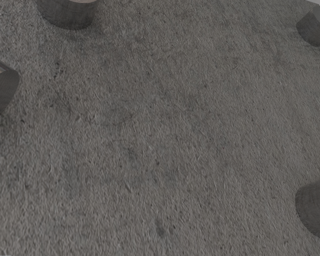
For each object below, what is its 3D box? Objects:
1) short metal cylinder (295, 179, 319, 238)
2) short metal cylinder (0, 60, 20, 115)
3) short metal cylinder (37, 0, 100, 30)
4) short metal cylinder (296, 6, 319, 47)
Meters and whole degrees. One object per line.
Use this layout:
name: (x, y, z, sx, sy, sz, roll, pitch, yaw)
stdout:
short metal cylinder: (0.247, 0.115, 0.450, 0.081, 0.050, 0.080, 14, 56, -21)
short metal cylinder: (-0.182, -0.037, 0.293, 0.050, 0.080, 0.080, 35, 51, -5)
short metal cylinder: (-0.126, -0.184, 0.432, 0.081, 0.050, 0.080, 14, 56, -21)
short metal cylinder: (0.374, -0.240, 0.735, 0.081, 0.050, 0.080, 14, 56, -21)
